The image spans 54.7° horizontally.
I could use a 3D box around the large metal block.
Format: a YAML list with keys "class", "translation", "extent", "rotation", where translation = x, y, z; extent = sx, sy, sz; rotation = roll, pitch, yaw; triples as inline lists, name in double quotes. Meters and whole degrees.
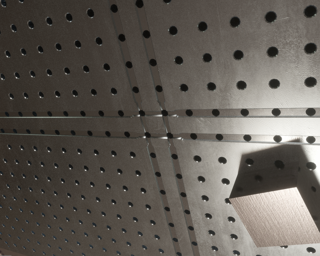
- class: "large metal block"
  translation: [0.144, 0.095, 0.378]
  extent: [0.080, 0.050, 0.080]
  rotation: [-21, 108, 35]
